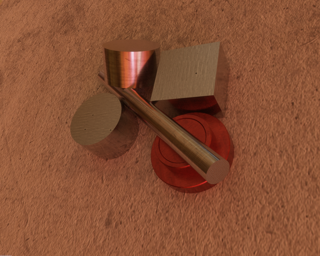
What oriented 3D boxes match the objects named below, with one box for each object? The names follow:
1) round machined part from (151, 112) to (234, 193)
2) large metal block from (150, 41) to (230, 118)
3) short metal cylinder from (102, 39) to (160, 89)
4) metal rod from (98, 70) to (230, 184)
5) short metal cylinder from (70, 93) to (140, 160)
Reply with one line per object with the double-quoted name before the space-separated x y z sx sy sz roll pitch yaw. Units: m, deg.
"round machined part" 0.033 0.023 0.362 0.098 0.042 0.098 -13 56 21
"large metal block" 0.042 -0.058 0.401 0.080 0.050 0.080 -3 60 26
"short metal cylinder" -0.040 -0.094 0.444 0.081 0.050 0.080 1 27 0
"metal rod" -0.019 -0.023 0.386 0.025 0.025 0.300 -45 38 -3
"short metal cylinder" -0.076 -0.002 0.431 0.080 0.050 0.080 -13 56 21
